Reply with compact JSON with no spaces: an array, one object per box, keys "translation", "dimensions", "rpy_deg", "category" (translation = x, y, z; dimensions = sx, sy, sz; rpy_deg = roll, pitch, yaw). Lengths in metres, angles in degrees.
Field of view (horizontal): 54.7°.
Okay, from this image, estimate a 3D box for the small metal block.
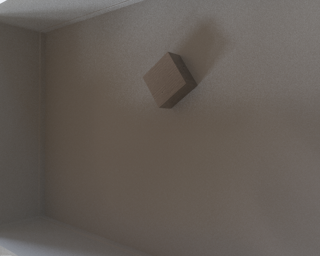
[{"translation":[0.012,-0.060,0.395],"dimensions":[0.050,0.025,0.050],"rpy_deg":[-40,66,32],"category":"small metal block"}]
